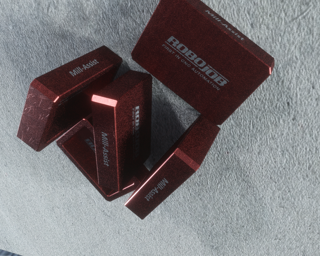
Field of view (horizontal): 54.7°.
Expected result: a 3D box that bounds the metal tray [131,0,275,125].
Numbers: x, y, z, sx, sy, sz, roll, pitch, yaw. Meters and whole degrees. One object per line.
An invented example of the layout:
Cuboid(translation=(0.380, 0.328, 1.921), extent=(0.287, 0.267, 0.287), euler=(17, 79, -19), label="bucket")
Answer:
Cuboid(translation=(0.043, -0.075, 0.335), extent=(0.130, 0.030, 0.089), euler=(39, 129, 1), label="metal tray")

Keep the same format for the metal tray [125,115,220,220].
Cuboid(translation=(0.014, 0.049, 0.388), extent=(0.030, 0.090, 0.129), euler=(40, 129, 1), label="metal tray")

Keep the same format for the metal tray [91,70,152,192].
Cuboid(translation=(-0.044, 0.003, 0.389), extent=(0.030, 0.090, 0.129), euler=(15, 125, 19), label="metal tray")

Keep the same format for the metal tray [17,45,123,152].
Cuboid(translation=(-0.103, -0.039, 0.369), extent=(0.030, 0.131, 0.089), euler=(37, 129, 3), label="metal tray")

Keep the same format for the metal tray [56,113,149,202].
Cuboid(translation=(-0.089, 0.046, 0.478), extent=(0.090, 0.030, 0.130), euler=(-32, 101, 38), label="metal tray")
